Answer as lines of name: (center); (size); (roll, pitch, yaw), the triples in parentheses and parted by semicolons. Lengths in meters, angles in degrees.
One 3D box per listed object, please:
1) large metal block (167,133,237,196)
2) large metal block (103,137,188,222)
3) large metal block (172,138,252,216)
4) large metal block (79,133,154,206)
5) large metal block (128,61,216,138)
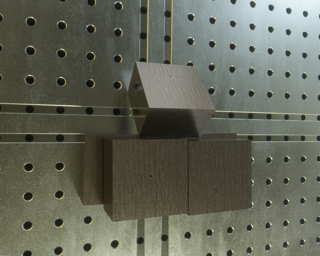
large metal block: (0.056, 0.047, 0.421); (0.081, 0.050, 0.079); (-1, 91, -20)
large metal block: (-0.017, 0.051, 0.338); (0.081, 0.050, 0.079); (0, 90, -21)
large metal block: (0.060, 0.053, 0.367); (0.081, 0.050, 0.079); (0, 90, -21)
large metal block: (-0.055, 0.047, 0.380); (0.081, 0.050, 0.079); (2, 90, -21)
large metal block: (0.011, -0.034, 0.382); (0.081, 0.050, 0.080); (0, 48, -21)
